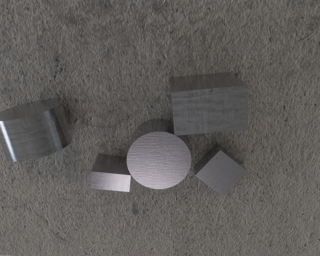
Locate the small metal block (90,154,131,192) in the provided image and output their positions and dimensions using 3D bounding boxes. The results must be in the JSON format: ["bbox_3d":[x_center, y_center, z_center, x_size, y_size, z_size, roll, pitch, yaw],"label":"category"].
[{"bbox_3d":[-0.063,0.060,0.418,0.050,0.050,0.025,6,111,-2],"label":"small metal block"}]

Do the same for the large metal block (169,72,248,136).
[{"bbox_3d":[0.054,-0.032,0.369,0.080,0.080,0.050,-5,110,1],"label":"large metal block"}]

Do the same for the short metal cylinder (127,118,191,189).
[{"bbox_3d":[-0.001,0.033,0.409,0.081,0.050,0.079,0,110,0],"label":"short metal cylinder"}]

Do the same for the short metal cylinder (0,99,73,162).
[{"bbox_3d":[-0.154,0.000,0.379,0.080,0.080,0.050,-9,110,3],"label":"short metal cylinder"}]

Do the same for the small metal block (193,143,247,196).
[{"bbox_3d":[0.083,0.057,0.432,0.050,0.025,0.050,38,106,-13],"label":"small metal block"}]
